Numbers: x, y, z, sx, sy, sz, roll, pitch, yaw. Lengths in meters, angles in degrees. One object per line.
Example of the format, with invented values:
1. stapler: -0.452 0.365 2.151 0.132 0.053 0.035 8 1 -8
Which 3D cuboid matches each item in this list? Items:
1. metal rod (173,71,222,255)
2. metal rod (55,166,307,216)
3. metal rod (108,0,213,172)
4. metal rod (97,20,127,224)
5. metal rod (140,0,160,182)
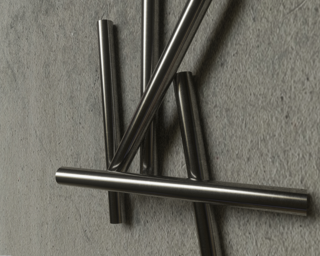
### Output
1. metal rod: 0.049 0.081 0.362 0.025 0.025 0.298 -14 81 39
2. metal rod: 0.003 0.067 0.356 0.301 0.025 0.025 1 91 26
3. metal rod: -0.003 -0.049 0.373 0.025 0.025 0.298 39 112 32
4. metal rod: -0.072 -0.012 0.461 0.025 0.025 0.298 -7 85 39
5. metal rod: -0.013 -0.071 0.413 0.025 0.025 0.298 1 91 39
